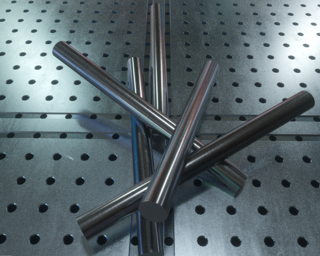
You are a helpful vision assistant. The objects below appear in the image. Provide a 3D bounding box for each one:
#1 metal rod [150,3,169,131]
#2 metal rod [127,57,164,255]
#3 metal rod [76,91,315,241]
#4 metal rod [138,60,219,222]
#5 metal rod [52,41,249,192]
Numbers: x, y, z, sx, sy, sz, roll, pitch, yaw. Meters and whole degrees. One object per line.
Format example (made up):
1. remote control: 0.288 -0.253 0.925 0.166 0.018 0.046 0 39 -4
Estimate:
1. metal rod: -0.003 -0.116 0.505 0.025 0.025 0.300 -1 50 -1
2. metal rod: -0.024 0.011 0.397 0.025 0.025 0.300 -4 50 -4
3. metal rod: 0.053 0.031 0.341 0.302 0.025 0.025 -27 55 -17
4. metal rod: 0.038 -0.013 0.372 0.025 0.025 0.301 14 37 11
5. metal rod: -0.022 -0.023 0.392 0.300 0.025 0.025 37 58 14
